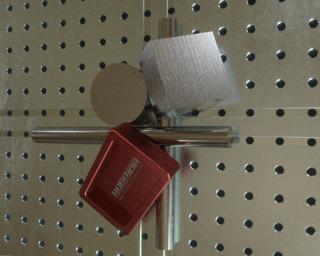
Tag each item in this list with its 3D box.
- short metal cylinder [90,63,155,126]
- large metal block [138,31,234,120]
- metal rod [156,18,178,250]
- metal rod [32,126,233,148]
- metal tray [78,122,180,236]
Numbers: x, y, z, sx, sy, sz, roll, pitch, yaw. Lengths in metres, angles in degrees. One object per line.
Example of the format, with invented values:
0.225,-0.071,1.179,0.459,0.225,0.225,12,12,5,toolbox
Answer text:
-0.045,-0.043,0.415,0.080,0.050,0.079,0,90,20,short metal cylinder
0.029,-0.061,0.368,0.081,0.050,0.080,-15,84,-21,large metal block
0.009,0.008,0.409,0.025,0.025,0.298,1,91,20,metal rod
-0.055,0.011,0.414,0.300,0.025,0.025,0,90,27,metal rod
-0.044,0.068,0.398,0.090,0.030,0.129,38,123,10,metal tray
